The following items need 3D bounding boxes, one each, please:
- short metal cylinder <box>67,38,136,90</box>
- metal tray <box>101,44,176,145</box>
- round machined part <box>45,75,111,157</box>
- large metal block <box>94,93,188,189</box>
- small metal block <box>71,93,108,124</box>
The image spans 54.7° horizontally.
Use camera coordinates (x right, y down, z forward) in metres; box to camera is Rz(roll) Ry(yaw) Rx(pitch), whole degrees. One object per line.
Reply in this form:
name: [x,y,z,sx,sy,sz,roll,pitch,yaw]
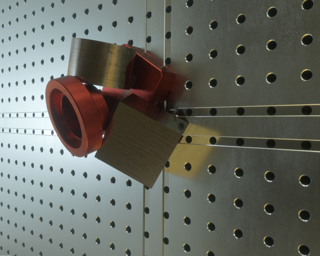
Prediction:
short metal cylinder: [-0.074,-0.080,0.392,0.080,0.081,0.050,17,101,38]
metal tray: [-0.043,-0.041,0.440,0.090,0.030,0.129,42,115,31]
round machined part: [-0.097,-0.017,0.379,0.098,0.042,0.097,28,130,40]
large metal block: [-0.022,0.015,0.386,0.080,0.050,0.079,29,111,3]
small metal block: [-0.106,-0.027,0.437,0.025,0.050,0.050,24,105,37]
